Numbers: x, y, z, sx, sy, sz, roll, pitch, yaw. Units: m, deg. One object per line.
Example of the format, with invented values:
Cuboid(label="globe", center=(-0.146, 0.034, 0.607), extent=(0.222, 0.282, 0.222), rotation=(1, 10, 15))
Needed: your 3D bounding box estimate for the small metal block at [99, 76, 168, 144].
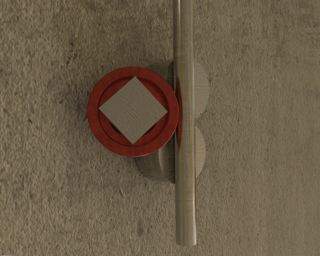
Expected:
Cuboid(label="small metal block", center=(-0.029, -0.018, 0.329), extent=(0.050, 0.025, 0.050), rotation=(-44, 96, -10))

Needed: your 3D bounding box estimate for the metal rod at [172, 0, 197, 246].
Cuboid(label="metal rod", center=(0.029, -0.014, 0.366), extent=(0.025, 0.025, 0.298), rotation=(-1, 91, -40))

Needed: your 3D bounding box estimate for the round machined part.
Cuboid(label="round machined part", center=(-0.031, -0.017, 0.352), extent=(0.099, 0.042, 0.097), rotation=(0, 88, -11))

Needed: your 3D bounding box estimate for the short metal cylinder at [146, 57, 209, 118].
Cuboid(label="short metal cylinder", center=(0.019, -0.050, 0.406), extent=(0.081, 0.050, 0.079), rotation=(0, 90, -40))

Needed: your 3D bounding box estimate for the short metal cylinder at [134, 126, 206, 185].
Cuboid(label="short metal cylinder", center=(0.013, 0.031, 0.400), extent=(0.081, 0.050, 0.080), rotation=(1, 89, -40))
